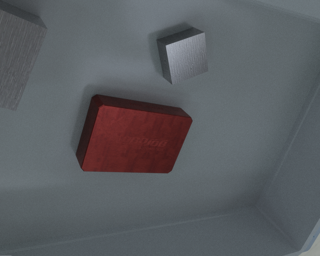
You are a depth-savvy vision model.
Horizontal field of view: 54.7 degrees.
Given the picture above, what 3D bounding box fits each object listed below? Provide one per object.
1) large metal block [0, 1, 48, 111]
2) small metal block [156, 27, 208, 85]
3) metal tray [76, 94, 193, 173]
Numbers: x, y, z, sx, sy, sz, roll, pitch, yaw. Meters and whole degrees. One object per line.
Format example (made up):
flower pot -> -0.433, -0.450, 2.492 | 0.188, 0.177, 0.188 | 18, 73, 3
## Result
large metal block -> -0.154, -0.070, 0.265 | 0.081, 0.050, 0.080 | 17, 110, -35
small metal block -> 0.028, -0.087, 0.372 | 0.050, 0.025, 0.050 | -23, 127, -15
metal tray -> -0.031, 0.012, 0.397 | 0.131, 0.030, 0.089 | 7, 115, -32
